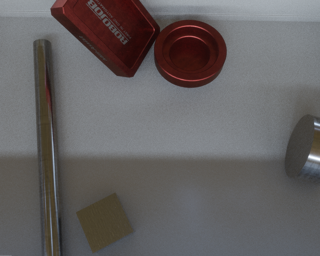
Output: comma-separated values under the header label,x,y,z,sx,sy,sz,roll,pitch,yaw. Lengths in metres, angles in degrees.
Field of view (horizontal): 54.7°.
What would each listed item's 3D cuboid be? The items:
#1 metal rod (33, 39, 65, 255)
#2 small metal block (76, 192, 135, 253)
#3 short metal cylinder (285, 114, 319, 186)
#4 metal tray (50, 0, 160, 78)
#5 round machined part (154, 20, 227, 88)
label,x,y,z,sx,sy,sz,roll,pitch,yaw
metal rod,-0.146,0.016,0.401,0.025,0.025,0.299,-9,70,-4
small metal block,-0.064,0.112,0.368,0.050,0.025,0.050,-26,72,-10
short metal cylinder,0.192,0.028,0.373,0.050,0.080,0.080,16,71,5
metal tray,-0.063,-0.139,0.404,0.030,0.130,0.090,16,72,43
round machined part,0.041,-0.100,0.438,0.099,0.042,0.098,0,70,-1
